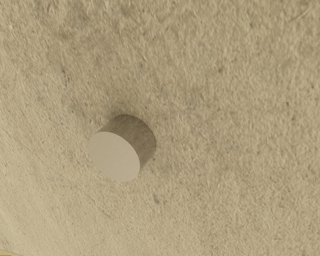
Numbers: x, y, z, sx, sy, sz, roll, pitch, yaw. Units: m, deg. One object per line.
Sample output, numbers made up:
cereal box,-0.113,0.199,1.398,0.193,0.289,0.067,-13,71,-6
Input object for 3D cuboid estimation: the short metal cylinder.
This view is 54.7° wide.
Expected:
short metal cylinder,-0.052,0.028,0.434,0.080,0.050,0.079,13,124,20
